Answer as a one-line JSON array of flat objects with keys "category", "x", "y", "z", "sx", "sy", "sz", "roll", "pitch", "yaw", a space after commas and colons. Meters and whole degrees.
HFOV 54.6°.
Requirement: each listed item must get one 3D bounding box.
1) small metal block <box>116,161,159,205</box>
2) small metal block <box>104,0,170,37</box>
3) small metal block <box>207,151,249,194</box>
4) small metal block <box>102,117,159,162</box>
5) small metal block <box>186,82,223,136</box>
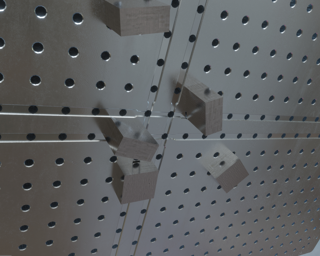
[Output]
[{"category": "small metal block", "x": -0.033, "y": 0.077, "z": 0.440, "sx": 0.050, "sy": 0.025, "sz": 0.050, "roll": -5, "pitch": 121, "yaw": -26}, {"category": "small metal block", "x": -0.024, "y": -0.113, "z": 0.312, "sx": 0.050, "sy": 0.050, "sz": 0.025, "roll": -13, "pitch": 124, "yaw": -22}, {"category": "small metal block", "x": 0.115, "y": 0.074, "z": 0.519, "sx": 0.050, "sy": 0.025, "sz": 0.050, "roll": -40, "pitch": 129, "yaw": -1}, {"category": "small metal block", "x": -0.037, "y": 0.014, "z": 0.383, "sx": 0.050, "sy": 0.050, "sz": 0.025, "roll": 15, "pitch": 110, "yaw": -34}, {"category": "small metal block", "x": 0.058, "y": -0.025, "z": 0.410, "sx": 0.025, "sy": 0.050, "sz": 0.050, "roll": -18, "pitch": 126, "yaw": -18}]
